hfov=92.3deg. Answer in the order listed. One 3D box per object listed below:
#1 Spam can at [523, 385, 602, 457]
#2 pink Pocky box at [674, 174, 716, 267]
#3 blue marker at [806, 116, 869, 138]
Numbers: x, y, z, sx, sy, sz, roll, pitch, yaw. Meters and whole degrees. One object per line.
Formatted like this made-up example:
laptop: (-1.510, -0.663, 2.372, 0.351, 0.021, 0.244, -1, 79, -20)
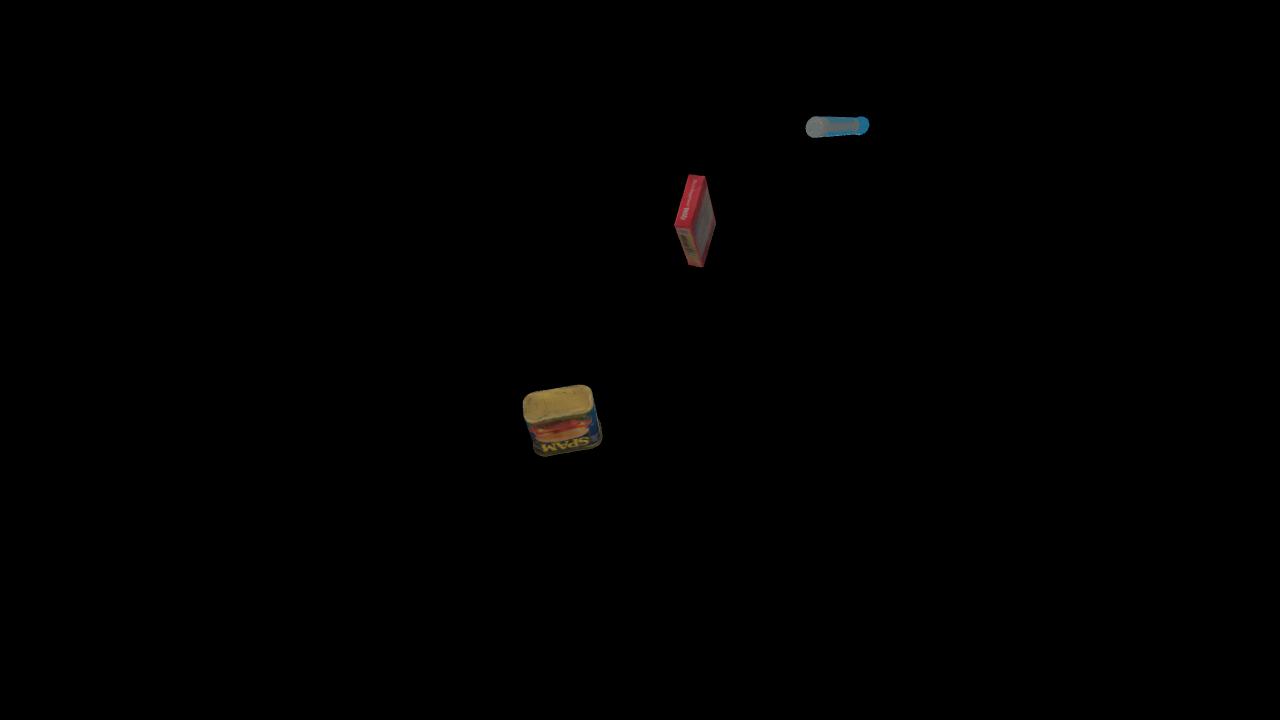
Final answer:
Spam can: (-0.108, 0.084, 0.864, 0.101, 0.058, 0.085, -10, -41, -4)
pink Pocky box: (0.087, -0.210, 0.948, 0.029, 0.084, 0.155, 13, -9, 15)
blue marker: (0.201, -0.234, 0.616, 0.020, 0.020, 0.121, 0, 16, 41)
